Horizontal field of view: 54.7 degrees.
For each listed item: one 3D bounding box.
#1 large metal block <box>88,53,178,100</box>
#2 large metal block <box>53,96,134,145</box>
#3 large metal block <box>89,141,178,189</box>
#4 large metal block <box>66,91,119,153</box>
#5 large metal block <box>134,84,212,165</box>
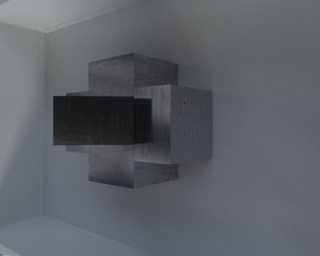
[{"bbox_3d":[-0.034,-0.058,0.398,0.080,0.081,0.050,0,90,40],"label":"large metal block"},{"bbox_3d":[-0.070,-0.008,0.354,0.081,0.080,0.050,0,90,-5],"label":"large metal block"},{"bbox_3d":[-0.034,0.042,0.398,0.080,0.081,0.050,0,90,40],"label":"large metal block"},{"bbox_3d":[-0.084,-0.008,0.440,0.050,0.081,0.080,0,90,40],"label":"large metal block"},{"bbox_3d":[0.017,-0.004,0.353,0.050,0.081,0.080,0,90,39],"label":"large metal block"}]
